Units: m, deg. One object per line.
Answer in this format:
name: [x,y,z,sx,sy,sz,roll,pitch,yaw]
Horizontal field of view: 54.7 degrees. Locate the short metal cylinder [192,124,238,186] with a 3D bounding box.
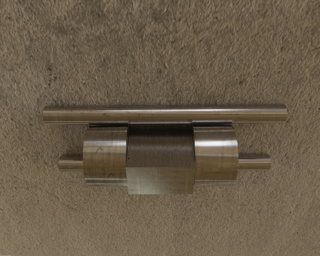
short metal cylinder: [0.067,0.035,0.402,0.050,0.080,0.079,-1,130,0]

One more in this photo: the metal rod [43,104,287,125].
metal rod: [0.007,-0.017,0.394,0.302,0.025,0.025,0,130,0]

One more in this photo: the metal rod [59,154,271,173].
metal rod: [0.007,0.051,0.453,0.302,0.025,0.025,0,130,0]

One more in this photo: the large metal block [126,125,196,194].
large metal block: [0.001,0.038,0.402,0.081,0.080,0.050,0,130,0]

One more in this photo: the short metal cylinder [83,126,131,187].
short metal cylinder: [-0.065,0.036,0.402,0.050,0.080,0.079,-1,130,0]
